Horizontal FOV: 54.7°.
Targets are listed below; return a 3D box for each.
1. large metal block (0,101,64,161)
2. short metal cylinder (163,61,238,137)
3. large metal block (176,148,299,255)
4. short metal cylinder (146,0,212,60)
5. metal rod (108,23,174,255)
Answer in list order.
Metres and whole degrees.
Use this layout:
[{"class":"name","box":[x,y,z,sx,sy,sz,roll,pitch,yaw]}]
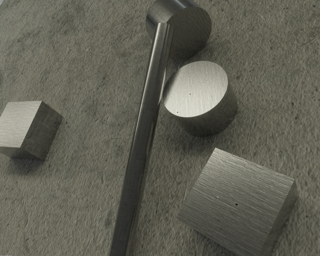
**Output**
[{"class":"large metal block","box":[-0.216,0.004,0.498,0.080,0.050,0.080,1,62,28]},{"class":"short metal cylinder","box":[0.050,-0.036,0.383,0.080,0.050,0.080,-13,56,21]},{"class":"large metal block","box":[0.076,0.077,0.301,0.080,0.050,0.080,22,73,36]},{"class":"short metal cylinder","box":[0.026,-0.145,0.444,0.080,0.080,0.050,-36,51,4]},{"class":"metal rod","box":[-0.020,0.016,0.364,0.025,0.025,0.299,3,76,30]}]
